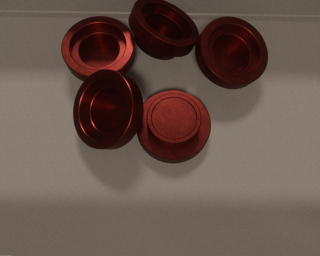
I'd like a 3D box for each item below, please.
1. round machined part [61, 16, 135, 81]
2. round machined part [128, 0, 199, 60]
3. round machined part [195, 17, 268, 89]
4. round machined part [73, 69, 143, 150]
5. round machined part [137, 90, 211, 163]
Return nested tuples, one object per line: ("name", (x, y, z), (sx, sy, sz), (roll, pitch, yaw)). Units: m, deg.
("round machined part", (-0.084, -0.105, 0.438), (0.099, 0.042, 0.098), (0, 70, -1))
("round machined part", (0.002, -0.134, 0.435), (0.099, 0.042, 0.098), (16, 49, -19))
("round machined part", (0.095, -0.100, 0.430), (0.099, 0.042, 0.098), (3, 77, -14))
("round machined part", (-0.060, -0.022, 0.392), (0.098, 0.042, 0.097), (-3, 83, 33))
("round machined part", (0.018, -0.006, 0.403), (0.099, 0.042, 0.098), (0, 70, -1))
